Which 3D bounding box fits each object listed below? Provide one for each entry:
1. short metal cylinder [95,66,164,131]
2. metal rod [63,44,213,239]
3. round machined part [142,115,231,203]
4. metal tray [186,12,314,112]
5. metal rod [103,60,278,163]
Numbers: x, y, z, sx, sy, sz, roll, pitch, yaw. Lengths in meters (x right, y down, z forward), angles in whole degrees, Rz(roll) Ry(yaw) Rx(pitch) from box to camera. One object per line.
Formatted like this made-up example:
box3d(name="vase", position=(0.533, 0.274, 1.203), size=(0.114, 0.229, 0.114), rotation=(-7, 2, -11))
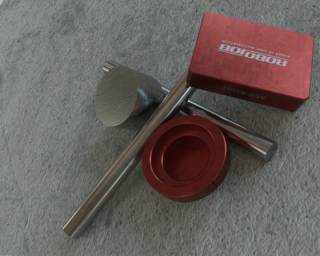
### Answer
box3d(name="short metal cylinder", position=(-0.042, -0.038, 0.418), size=(0.080, 0.050, 0.080), rotation=(-8, 77, 39))
box3d(name="metal rod", position=(-0.017, 0.012, 0.385), size=(0.300, 0.025, 0.025), rotation=(-52, 52, 0))
box3d(name="round machined part", position=(0.033, 0.037, 0.354), size=(0.098, 0.042, 0.098), rotation=(-13, 56, 21))
box3d(name="metal tray", position=(0.104, -0.078, 0.359), size=(0.131, 0.030, 0.090), rotation=(15, 66, 4))
box3d(name="metal rod", position=(0.017, -0.037, 0.420), size=(0.300, 0.025, 0.025), rotation=(32, 80, 38))
